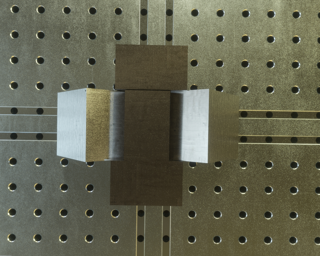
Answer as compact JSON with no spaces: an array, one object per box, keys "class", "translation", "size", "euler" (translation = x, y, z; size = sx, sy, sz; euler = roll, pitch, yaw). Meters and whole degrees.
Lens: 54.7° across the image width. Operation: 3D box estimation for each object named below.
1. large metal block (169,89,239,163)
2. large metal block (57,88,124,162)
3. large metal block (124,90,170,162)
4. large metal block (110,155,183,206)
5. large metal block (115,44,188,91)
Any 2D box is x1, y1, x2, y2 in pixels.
[{"class":"large metal block","translation":[0.056,-0.002,0.378],"size":[0.050,0.081,0.079],"euler":[1,89,37]},{"class":"large metal block","translation":[-0.086,-0.004,0.378],"size":[0.050,0.080,0.079],"euler":[0,91,-40]},{"class":"large metal block","translation":[-0.015,-0.002,0.385],"size":[0.050,0.080,0.079],"euler":[1,90,0]},{"class":"large metal block","translation":[-0.015,0.061,0.385],"size":[0.081,0.080,0.050],"euler":[1,90,-1]},{"class":"large metal block","translation":[-0.010,-0.068,0.385],"size":[0.081,0.080,0.050],"euler":[1,90,-1]}]
